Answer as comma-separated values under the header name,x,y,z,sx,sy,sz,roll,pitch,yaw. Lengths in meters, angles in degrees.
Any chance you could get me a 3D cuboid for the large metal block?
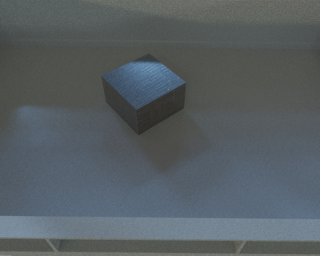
name,x,y,z,sx,sy,sz,roll,pitch,yaw
large metal block,-0.022,-0.049,0.430,0.081,0.050,0.080,-31,57,-24
